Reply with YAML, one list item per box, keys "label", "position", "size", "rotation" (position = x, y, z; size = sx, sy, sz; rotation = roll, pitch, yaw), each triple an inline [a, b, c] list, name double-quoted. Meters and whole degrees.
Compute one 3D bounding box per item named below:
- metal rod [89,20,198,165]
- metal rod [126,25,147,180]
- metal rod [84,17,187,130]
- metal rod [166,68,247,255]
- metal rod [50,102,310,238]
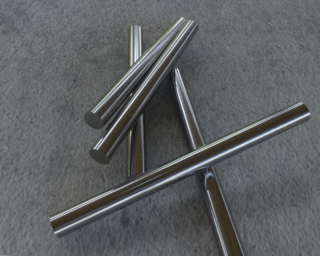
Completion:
- label: "metal rod"
  position: [-0.006, -0.070, 0.430]
  size: [0.025, 0.025, 0.301]
  rotation: [19, 50, 14]
- label: "metal rod"
  position: [-0.034, -0.055, 0.449]
  size: [0.025, 0.025, 0.300]
  rotation: [-2, 50, -2]
- label: "metal rod"
  position: [-0.018, -0.099, 0.458]
  size: [0.025, 0.025, 0.301]
  rotation: [18, 44, 14]
- label: "metal rod"
  position: [0.048, 0.032, 0.377]
  size: [0.025, 0.025, 0.300]
  rotation: [-8, 51, -7]
- label: "metal rod"
  position: [0.030, 0.041, 0.339]
  size: [0.302, 0.025, 0.025]
  rotation: [-24, 54, -8]
